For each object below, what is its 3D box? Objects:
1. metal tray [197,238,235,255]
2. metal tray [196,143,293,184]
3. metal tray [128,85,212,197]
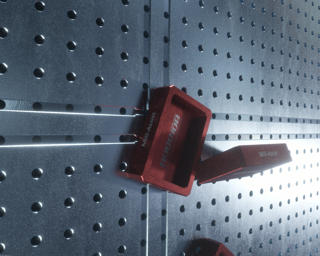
[{"bbox_3d":[0.097,0.248,0.490,0.130,0.030,0.090,49,61,-29],"label":"metal tray"},{"bbox_3d":[0.128,0.054,0.474,0.131,0.090,0.030,1,67,-40],"label":"metal tray"},{"bbox_3d":[0.018,0.018,0.422,0.090,0.030,0.130,28,72,-37],"label":"metal tray"}]
